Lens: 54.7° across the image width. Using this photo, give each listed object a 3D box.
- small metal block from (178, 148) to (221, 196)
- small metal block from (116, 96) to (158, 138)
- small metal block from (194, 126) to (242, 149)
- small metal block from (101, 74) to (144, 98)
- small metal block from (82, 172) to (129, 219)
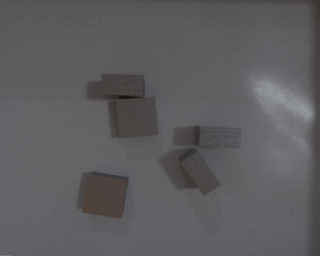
[{"bbox_3d":[0.049,0.055,0.400,0.025,0.050,0.050,-34,90,0],"label":"small metal block"},{"bbox_3d":[-0.030,-0.014,0.411,0.050,0.025,0.050,-5,90,-1],"label":"small metal block"},{"bbox_3d":[0.073,0.011,0.400,0.050,0.050,0.025,3,90,-1],"label":"small metal block"},{"bbox_3d":[-0.046,-0.052,0.398,0.050,0.050,0.025,1,90,-1],"label":"small metal block"},{"bbox_3d":[-0.071,0.088,0.411,0.050,0.025,0.050,9,90,-1],"label":"small metal block"}]
